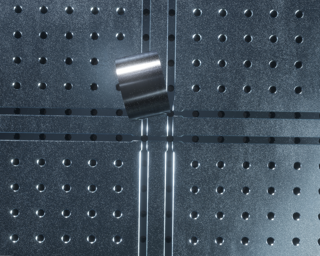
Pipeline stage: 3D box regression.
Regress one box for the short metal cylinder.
[{"bbox_3d":[-0.020,-0.052,0.386,0.050,0.080,0.080,-13,90,0],"label":"short metal cylinder"}]
